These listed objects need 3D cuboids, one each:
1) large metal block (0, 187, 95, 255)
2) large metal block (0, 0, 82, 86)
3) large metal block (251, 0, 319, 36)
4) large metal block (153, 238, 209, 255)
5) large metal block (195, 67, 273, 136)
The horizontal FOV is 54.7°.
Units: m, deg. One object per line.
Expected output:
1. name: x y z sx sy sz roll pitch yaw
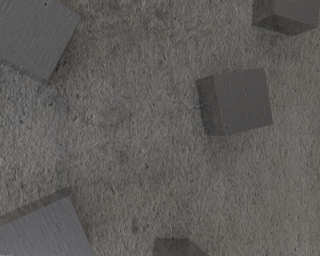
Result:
1. large metal block: -0.128 0.124 0.349 0.081 0.050 0.080 -23 98 -19
2. large metal block: -0.144 -0.103 0.342 0.080 0.050 0.080 27 81 -18
3. large metal block: 0.190 -0.192 0.465 0.081 0.050 0.080 7 88 -20
4. large metal block: 0.025 0.193 0.389 0.050 0.080 0.080 10 87 -20
5. large metal block: 0.103 -0.036 0.433 0.081 0.050 0.080 -12 94 -20
